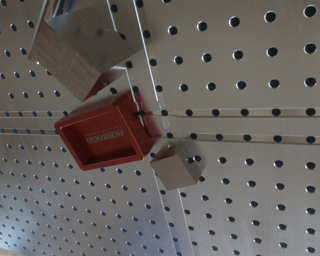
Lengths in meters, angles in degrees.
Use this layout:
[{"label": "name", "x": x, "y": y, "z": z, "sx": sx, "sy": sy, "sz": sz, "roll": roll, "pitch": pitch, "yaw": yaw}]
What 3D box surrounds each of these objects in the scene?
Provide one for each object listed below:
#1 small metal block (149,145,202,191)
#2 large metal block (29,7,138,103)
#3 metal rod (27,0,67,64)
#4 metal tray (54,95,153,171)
[{"label": "small metal block", "x": 0.022, "y": 0.056, "z": 0.433, "sx": 0.050, "sy": 0.025, "sz": 0.050, "roll": -21, "pitch": 107, "yaw": 35}, {"label": "large metal block", "x": -0.087, "y": -0.089, "z": 0.365, "sx": 0.080, "sy": 0.080, "sz": 0.050, "roll": 43, "pitch": 129, "yaw": -2}, {"label": "metal rod", "x": -0.101, "y": -0.189, "z": 0.345, "sx": 0.025, "sy": 0.025, "sz": 0.298, "roll": 40, "pitch": 129, "yaw": 0}, {"label": "metal tray", "x": -0.085, "y": 0.012, "z": 0.457, "sx": 0.130, "sy": 0.030, "sz": 0.090, "roll": -14, "pitch": 111, "yaw": 33}]
